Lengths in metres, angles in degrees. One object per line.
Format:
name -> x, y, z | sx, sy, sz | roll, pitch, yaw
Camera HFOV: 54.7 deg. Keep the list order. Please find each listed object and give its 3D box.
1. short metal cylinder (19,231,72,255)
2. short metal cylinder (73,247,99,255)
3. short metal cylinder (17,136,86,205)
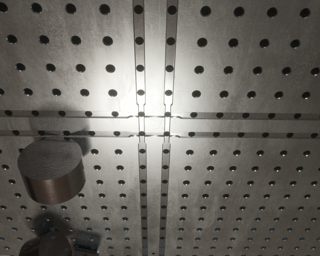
short metal cylinder -> -0.212, 0.239, 0.576 | 0.050, 0.080, 0.080 | -26, 126, 20
short metal cylinder -> -0.157, 0.282, 0.614 | 0.050, 0.080, 0.079 | 18, 128, -15
short metal cylinder -> -0.145, 0.056, 0.421 | 0.081, 0.080, 0.050 | 2, 130, -2
